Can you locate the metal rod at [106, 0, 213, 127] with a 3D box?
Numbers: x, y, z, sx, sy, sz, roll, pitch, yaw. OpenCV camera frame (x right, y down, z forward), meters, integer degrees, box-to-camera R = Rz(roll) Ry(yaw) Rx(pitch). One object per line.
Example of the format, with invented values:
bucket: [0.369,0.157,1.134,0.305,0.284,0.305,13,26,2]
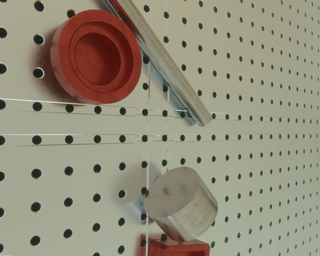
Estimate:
metal rod: [-0.016,-0.112,0.397,0.300,0.025,0.025,50,60,-28]

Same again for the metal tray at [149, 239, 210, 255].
metal tray: [0.021,0.223,0.426,0.091,0.030,0.129,16,80,-39]

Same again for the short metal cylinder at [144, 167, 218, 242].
short metal cylinder: [0.027,0.096,0.398,0.080,0.080,0.050,-51,120,-28]

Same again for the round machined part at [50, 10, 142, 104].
round machined part: [-0.072,-0.074,0.339,0.099,0.042,0.097,0,90,-40]
